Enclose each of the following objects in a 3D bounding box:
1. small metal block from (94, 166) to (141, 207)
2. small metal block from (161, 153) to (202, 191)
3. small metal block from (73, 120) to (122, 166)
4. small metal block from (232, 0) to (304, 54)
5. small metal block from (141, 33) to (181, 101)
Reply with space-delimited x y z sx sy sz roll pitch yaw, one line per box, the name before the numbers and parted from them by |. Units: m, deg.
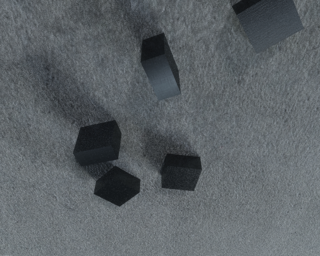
small metal block | -0.067 0.092 0.485 0.050 0.025 0.050 35 122 -26
small metal block | 0.031 0.067 0.465 0.050 0.025 0.050 7 130 -7
small metal block | -0.081 0.019 0.406 0.050 0.050 0.025 -12 129 9
small metal block | 0.109 -0.112 0.313 0.050 0.025 0.050 -27 125 21
small metal block | 0.001 -0.066 0.334 0.025 0.050 0.050 -16 129 13
